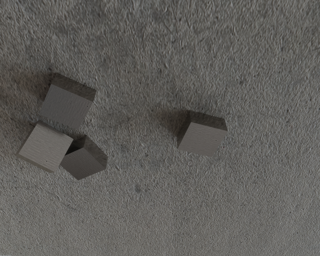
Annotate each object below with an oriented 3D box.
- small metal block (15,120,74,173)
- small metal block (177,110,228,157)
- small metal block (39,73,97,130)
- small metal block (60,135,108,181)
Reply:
[{"bbox_3d":[-0.151,0.025,0.406,0.050,0.050,0.025,35,153,-25],"label":"small metal block"},{"bbox_3d":[0.055,0.008,0.415,0.050,0.025,0.050,14,129,-12],"label":"small metal block"},{"bbox_3d":[-0.113,-0.032,0.379,0.050,0.025,0.050,24,126,-19],"label":"small metal block"},{"bbox_3d":[-0.111,0.043,0.443,0.050,0.025,0.050,-24,127,18],"label":"small metal block"}]
